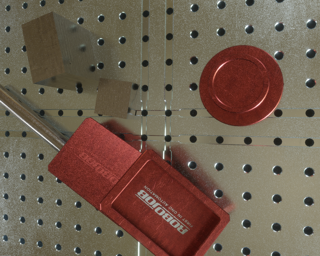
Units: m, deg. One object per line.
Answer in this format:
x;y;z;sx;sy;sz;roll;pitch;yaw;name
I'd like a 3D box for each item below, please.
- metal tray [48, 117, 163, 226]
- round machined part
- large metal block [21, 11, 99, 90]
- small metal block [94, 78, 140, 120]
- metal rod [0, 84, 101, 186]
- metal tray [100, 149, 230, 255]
-0.071;0.057;0.415;0.130;0.030;0.090;34;79;14;metal tray
0.095;-0.051;0.370;0.098;0.042;0.097;0;90;19;round machined part
-0.135;-0.102;0.429;0.050;0.080;0.080;-14;85;19;large metal block
-0.060;-0.041;0.433;0.050;0.025;0.050;11;94;19;small metal block
-0.152;0.020;0.464;0.300;0.025;0.025;35;101;16;metal rod
0.006;0.099;0.371;0.130;0.030;0.090;41;80;-2;metal tray
